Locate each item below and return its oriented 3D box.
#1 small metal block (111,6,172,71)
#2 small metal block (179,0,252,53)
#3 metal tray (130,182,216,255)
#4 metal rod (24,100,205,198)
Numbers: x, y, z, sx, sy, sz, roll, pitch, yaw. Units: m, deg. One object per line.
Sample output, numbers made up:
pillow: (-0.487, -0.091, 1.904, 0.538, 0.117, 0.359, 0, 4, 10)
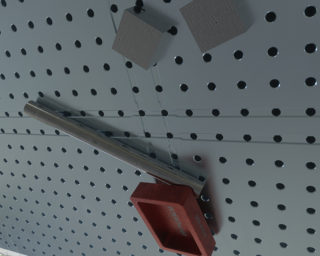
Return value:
small metal block: (-0.022, -0.103, 0.357, 0.050, 0.025, 0.050, 33, 129, 6)
small metal block: (0.056, -0.111, 0.312, 0.050, 0.025, 0.050, -20, 108, 35)
metal tray: (0.021, 0.139, 0.463, 0.090, 0.030, 0.129, -2, 127, 35)
metal rod: (-0.076, 0.027, 0.465, 0.301, 0.025, 0.025, 24, 127, 12)
